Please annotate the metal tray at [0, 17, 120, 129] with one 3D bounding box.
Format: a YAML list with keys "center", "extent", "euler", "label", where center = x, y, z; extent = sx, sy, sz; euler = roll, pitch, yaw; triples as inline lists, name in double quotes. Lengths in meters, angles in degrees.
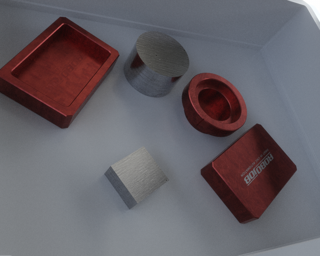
- center: [-0.119, -0.073, 0.383]
  extent: [0.090, 0.030, 0.130]
  euler: [32, 51, -8]
  label: "metal tray"

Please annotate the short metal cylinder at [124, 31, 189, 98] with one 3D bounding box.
- center: [-0.005, -0.091, 0.444]
  extent: [0.081, 0.050, 0.080]
  euler: [14, 56, -21]
  label: "short metal cylinder"

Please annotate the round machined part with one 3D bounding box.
- center: [0.075, -0.030, 0.455]
  extent: [0.099, 0.042, 0.098]
  euler: [14, 56, -21]
  label: "round machined part"

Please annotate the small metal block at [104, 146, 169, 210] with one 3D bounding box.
- center: [-0.027, 0.057, 0.358]
  extent: [0.050, 0.025, 0.050]
  euler: [-30, 79, -38]
  label: "small metal block"

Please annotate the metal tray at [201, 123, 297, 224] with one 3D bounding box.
- center: [0.129, 0.059, 0.438]
  extent: [0.131, 0.030, 0.090]
  euler: [-32, 80, -38]
  label: "metal tray"
